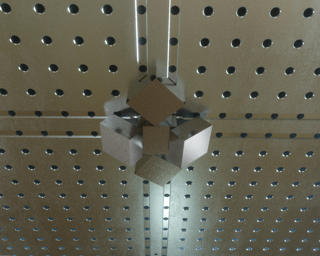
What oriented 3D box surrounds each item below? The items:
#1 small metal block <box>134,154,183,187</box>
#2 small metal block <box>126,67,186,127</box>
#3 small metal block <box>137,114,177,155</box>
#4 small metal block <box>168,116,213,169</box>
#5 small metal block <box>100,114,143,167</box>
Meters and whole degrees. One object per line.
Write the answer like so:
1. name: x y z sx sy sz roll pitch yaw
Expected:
1. small metal block: -0.002 0.055 0.457 0.050 0.025 0.050 28 125 -20
2. small metal block: -0.005 -0.037 0.380 0.050 0.025 0.050 -37 121 26
3. small metal block: -0.004 0.009 0.418 0.050 0.025 0.050 1 129 -1
4. small metal block: 0.039 0.019 0.410 0.050 0.025 0.050 -27 139 -31
5. small metal block: -0.050 0.016 0.408 0.050 0.025 0.050 27 137 25
